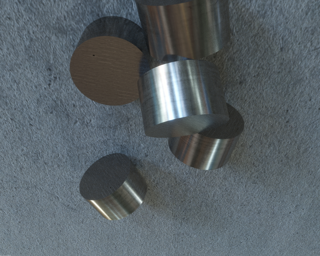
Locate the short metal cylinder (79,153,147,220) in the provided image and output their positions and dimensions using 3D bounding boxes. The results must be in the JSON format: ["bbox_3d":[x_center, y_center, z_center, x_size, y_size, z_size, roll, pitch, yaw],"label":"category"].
[{"bbox_3d":[-0.066,0.082,0.440,0.080,0.080,0.050,-19,128,15],"label":"short metal cylinder"}]

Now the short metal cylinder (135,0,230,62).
[{"bbox_3d":[0.022,-0.103,0.284,0.080,0.080,0.050,-9,130,7],"label":"short metal cylinder"}]

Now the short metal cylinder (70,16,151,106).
[{"bbox_3d":[-0.050,-0.071,0.330,0.081,0.050,0.079,0,130,0],"label":"short metal cylinder"}]

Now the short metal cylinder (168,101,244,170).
[{"bbox_3d":[0.054,0.004,0.375,0.081,0.080,0.050,8,130,-7],"label":"short metal cylinder"}]

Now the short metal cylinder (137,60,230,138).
[{"bbox_3d":[0.022,-0.025,0.299,0.081,0.050,0.080,-9,167,-2],"label":"short metal cylinder"}]
